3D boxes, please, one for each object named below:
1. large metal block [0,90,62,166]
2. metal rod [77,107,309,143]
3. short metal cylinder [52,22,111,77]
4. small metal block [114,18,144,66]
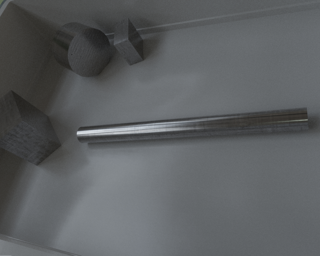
[{"bbox_3d":[-0.209,0.000,0.477,0.050,0.080,0.080,-40,51,1],"label":"large metal block"},{"bbox_3d":[0.021,0.000,0.393,0.301,0.025,0.025,-4,60,25],"label":"metal rod"},{"bbox_3d":[-0.130,-0.131,0.517,0.050,0.080,0.080,30,78,37],"label":"short metal cylinder"},{"bbox_3d":[-0.050,-0.138,0.499,0.025,0.050,0.050,-16,55,19],"label":"small metal block"}]
